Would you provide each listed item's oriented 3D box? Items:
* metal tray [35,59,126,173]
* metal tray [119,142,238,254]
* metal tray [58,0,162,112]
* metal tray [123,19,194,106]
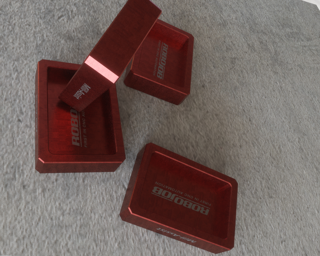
[{"bbox_3d":[-0.094,-0.014,0.359,0.091,0.030,0.130,3,60,-27],"label":"metal tray"},{"bbox_3d":[0.028,0.083,0.366,0.131,0.030,0.090,24,53,-14],"label":"metal tray"},{"bbox_3d":[-0.057,-0.072,0.319,0.030,0.130,0.090,36,67,-18],"label":"metal tray"},{"bbox_3d":[0.002,-0.105,0.467,0.091,0.030,0.130,20,54,-17],"label":"metal tray"}]
